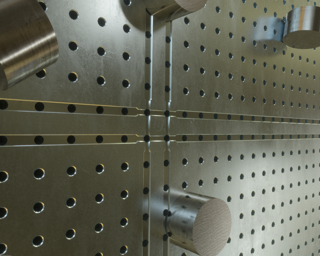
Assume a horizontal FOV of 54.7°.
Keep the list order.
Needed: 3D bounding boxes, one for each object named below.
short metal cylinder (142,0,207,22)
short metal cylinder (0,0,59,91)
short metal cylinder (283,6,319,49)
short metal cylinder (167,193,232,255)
[{"bbox_3d":[0.019,-0.188,0.408,0.081,0.050,0.079,0,90,-40],"label":"short metal cylinder"},{"bbox_3d":[-0.133,-0.079,0.261,0.050,0.080,0.080,-42,116,-32],"label":"short metal cylinder"},{"bbox_3d":[0.290,-0.198,0.615,0.080,0.080,0.050,18,79,-39],"label":"short metal cylinder"},{"bbox_3d":[0.056,0.136,0.440,0.081,0.050,0.079,0,90,-40],"label":"short metal cylinder"}]
